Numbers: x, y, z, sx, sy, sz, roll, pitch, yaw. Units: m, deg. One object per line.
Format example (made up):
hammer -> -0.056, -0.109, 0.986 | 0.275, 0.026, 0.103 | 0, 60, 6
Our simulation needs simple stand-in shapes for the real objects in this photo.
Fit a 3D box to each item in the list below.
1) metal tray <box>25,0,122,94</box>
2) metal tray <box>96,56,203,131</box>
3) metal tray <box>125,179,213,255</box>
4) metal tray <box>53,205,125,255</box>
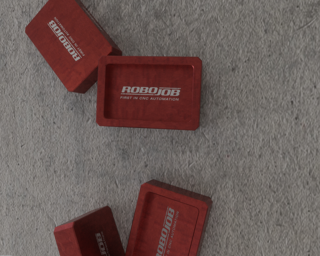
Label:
metal tray -> -0.128, -0.126, 0.451 | 0.090, 0.030, 0.130 | -42, 77, 15
metal tray -> -0.013, -0.044, 0.398 | 0.131, 0.030, 0.089 | 3, 91, 9
metal tray -> 0.008, 0.142, 0.403 | 0.090, 0.030, 0.129 | 14, 95, 19
metal tray -> -0.080, 0.177, 0.402 | 0.030, 0.090, 0.129 | -21, 83, 19
